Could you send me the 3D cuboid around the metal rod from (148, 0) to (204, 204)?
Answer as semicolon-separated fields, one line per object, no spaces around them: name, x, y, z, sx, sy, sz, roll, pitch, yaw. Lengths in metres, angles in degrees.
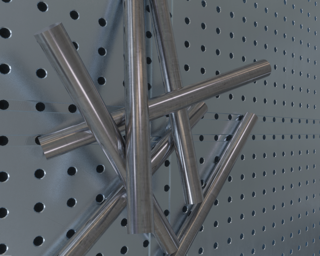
metal rod;0.017;-0.052;0.399;0.025;0.025;0.299;-10;90;-39

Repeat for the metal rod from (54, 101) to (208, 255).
metal rod;-0.029;0.064;0.383;0.301;0.025;0.025;-47;118;-30

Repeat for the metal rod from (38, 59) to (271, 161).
metal rod;0.012;-0.030;0.367;0.302;0.025;0.025;-22;104;-22

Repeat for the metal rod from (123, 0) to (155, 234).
metal rod;-0.026;-0.045;0.333;0.025;0.025;0.299;13;66;-39

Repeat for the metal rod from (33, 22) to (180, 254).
metal rod;-0.040;0.036;0.330;0.025;0.025;0.299;-44;126;-31

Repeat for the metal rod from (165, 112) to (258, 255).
metal rod;0.081;0.091;0.475;0.025;0.025;0.301;50;61;-28
